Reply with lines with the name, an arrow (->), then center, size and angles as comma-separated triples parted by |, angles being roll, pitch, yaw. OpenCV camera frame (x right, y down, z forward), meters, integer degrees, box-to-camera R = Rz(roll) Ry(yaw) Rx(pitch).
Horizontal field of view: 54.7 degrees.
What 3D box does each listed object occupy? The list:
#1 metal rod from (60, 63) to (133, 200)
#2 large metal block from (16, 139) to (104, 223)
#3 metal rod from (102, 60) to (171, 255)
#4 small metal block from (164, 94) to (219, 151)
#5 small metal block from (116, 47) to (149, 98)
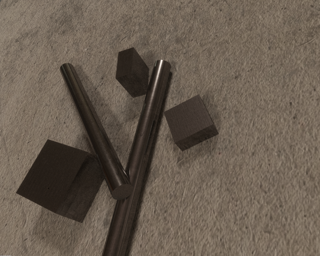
metal rod -> -0.104, -0.017, 0.449 | 0.025, 0.025, 0.300 | -38, 46, 3
large metal block -> -0.127, 0.069, 0.410 | 0.080, 0.050, 0.080 | 13, 68, 33
metal rod -> -0.027, 0.039, 0.392 | 0.025, 0.025, 0.300 | -1, 61, 27
small metal block -> 0.038, -0.007, 0.387 | 0.050, 0.025, 0.050 | -27, 53, 11
small metal block -> -0.039, -0.081, 0.457 | 0.025, 0.050, 0.050 | -12, 57, 21
